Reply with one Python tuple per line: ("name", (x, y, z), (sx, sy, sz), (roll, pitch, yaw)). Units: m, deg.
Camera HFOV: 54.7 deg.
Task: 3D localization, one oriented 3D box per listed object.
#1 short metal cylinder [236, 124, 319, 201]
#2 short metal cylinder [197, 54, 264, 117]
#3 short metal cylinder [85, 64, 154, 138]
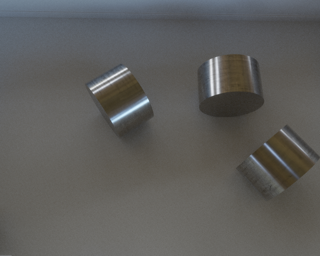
("short metal cylinder", (0.138, 0.041, 0.367), (0.080, 0.080, 0.050), (-37, 75, -13))
("short metal cylinder", (0.090, -0.052, 0.401), (0.081, 0.080, 0.050), (0, 70, -1))
("short metal cylinder", (-0.051, -0.034, 0.392), (0.050, 0.080, 0.080), (-33, 74, -11))
